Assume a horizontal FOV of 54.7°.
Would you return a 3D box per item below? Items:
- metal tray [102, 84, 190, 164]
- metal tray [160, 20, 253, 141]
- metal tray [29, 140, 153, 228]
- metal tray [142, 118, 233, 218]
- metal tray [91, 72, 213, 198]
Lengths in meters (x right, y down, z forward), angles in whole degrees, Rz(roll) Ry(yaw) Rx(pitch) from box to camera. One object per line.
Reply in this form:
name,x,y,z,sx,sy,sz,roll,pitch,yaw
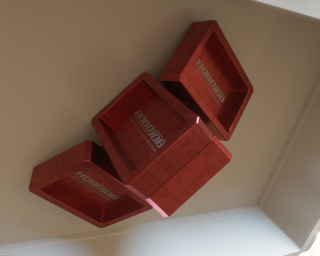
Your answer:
metal tray,0.000,0.014,0.413,0.130,0.030,0.090,-43,130,1
metal tray,0.065,-0.054,0.384,0.130,0.030,0.090,46,66,-39
metal tray,-0.080,0.076,0.385,0.090,0.030,0.130,-27,133,19
metal tray,0.017,0.035,0.355,0.090,0.130,0.030,-42,106,0
metal tray,-0.016,0.000,0.329,0.090,0.130,0.030,-42,129,1
